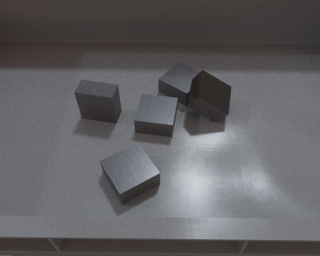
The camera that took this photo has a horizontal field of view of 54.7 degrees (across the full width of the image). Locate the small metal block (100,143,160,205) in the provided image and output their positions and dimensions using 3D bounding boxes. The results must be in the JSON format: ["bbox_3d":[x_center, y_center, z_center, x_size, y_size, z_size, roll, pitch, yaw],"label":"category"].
[{"bbox_3d":[-0.034,0.052,0.361,0.050,0.025,0.050,-26,55,-20],"label":"small metal block"}]

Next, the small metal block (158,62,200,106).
[{"bbox_3d":[0.033,-0.067,0.461,0.050,0.025,0.050,31,56,23],"label":"small metal block"}]

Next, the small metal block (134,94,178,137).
[{"bbox_3d":[-0.004,-0.018,0.420,0.050,0.025,0.050,7,50,6],"label":"small metal block"}]

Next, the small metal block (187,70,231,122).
[{"bbox_3d":[0.068,-0.043,0.425,0.050,0.025,0.050,26,55,-18],"label":"small metal block"}]

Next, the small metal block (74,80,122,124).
[{"bbox_3d":[-0.082,-0.035,0.418,0.050,0.050,0.025,9,51,7],"label":"small metal block"}]
